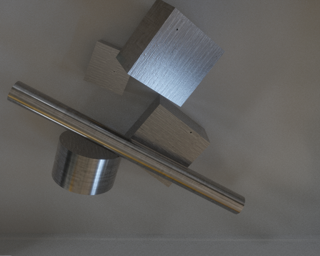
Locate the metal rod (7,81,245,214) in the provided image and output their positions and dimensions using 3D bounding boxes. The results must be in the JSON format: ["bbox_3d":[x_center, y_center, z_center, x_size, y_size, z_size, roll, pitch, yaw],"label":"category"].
[{"bbox_3d":[-0.030,0.029,0.368,0.301,0.025,0.025,28,108,-10],"label":"metal rod"}]

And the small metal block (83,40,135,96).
[{"bbox_3d":[-0.060,-0.075,0.383,0.050,0.025,0.050,22,109,-8],"label":"small metal block"}]

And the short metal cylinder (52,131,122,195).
[{"bbox_3d":[-0.092,0.041,0.396,0.080,0.080,0.050,16,109,-6],"label":"short metal cylinder"}]

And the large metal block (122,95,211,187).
[{"bbox_3d":[0.005,0.016,0.404,0.080,0.050,0.080,38,105,-13],"label":"large metal block"}]

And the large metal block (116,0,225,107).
[{"bbox_3d":[0.011,-0.083,0.351,0.080,0.050,0.080,29,106,-35],"label":"large metal block"}]
